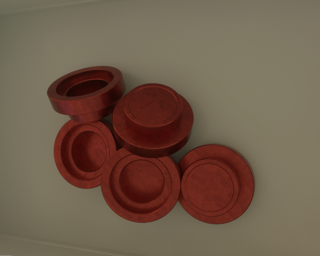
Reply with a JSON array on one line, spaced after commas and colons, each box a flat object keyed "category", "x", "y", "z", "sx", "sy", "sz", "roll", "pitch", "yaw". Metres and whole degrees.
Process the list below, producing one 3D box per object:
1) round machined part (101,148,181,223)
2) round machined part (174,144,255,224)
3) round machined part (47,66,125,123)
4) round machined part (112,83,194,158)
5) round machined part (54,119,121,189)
[{"category": "round machined part", "x": -0.021, "y": 0.066, "z": 0.394, "sx": 0.099, "sy": 0.042, "sz": 0.097, "roll": 1, "pitch": 96, "yaw": 6}, {"category": "round machined part", "x": 0.064, "y": 0.069, "z": 0.376, "sx": 0.098, "sy": 0.042, "sz": 0.097, "roll": 0, "pitch": 90, "yaw": 19}, {"category": "round machined part", "x": -0.094, "y": -0.043, "z": 0.413, "sx": 0.098, "sy": 0.098, "sz": 0.042, "roll": 3, "pitch": 126, "yaw": 19}, {"category": "round machined part", "x": -0.008, "y": -0.016, "z": 0.373, "sx": 0.099, "sy": 0.042, "sz": 0.098, "roll": 1, "pitch": 53, "yaw": -1}, {"category": "round machined part", "x": -0.094, "y": 0.032, "z": 0.431, "sx": 0.098, "sy": 0.042, "sz": 0.097, "roll": 0, "pitch": 90, "yaw": 19}]
